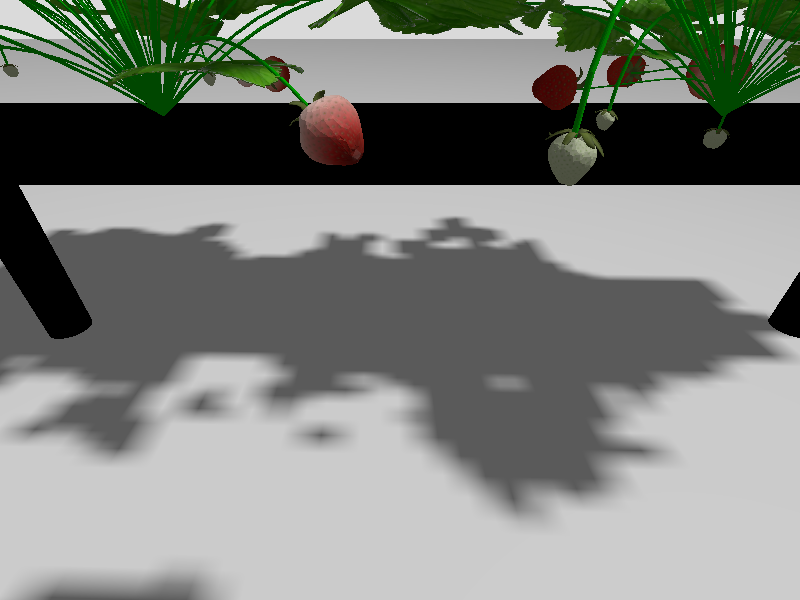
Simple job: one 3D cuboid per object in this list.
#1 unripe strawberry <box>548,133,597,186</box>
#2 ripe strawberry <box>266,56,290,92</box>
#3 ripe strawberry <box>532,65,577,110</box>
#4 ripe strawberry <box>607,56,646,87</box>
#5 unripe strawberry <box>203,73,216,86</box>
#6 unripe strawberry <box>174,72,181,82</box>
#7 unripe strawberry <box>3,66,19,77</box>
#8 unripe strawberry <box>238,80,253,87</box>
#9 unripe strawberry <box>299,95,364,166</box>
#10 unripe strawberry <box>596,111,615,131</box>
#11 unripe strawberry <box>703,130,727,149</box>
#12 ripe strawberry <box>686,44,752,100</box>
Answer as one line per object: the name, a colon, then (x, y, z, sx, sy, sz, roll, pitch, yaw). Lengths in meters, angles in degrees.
unripe strawberry: (0.074, -0.060, 0.173, 0.021, 0.022, 0.020, -28, 43, -34)
ripe strawberry: (-0.130, -0.239, 0.424, 0.029, 0.033, 0.032, 14, 36, 20)
ripe strawberry: (0.126, -0.175, 0.330, 0.034, 0.033, 0.037, 5, 35, 8)
ripe strawberry: (0.252, -0.258, 0.450, 0.038, 0.033, 0.038, -1, 34, -2)
unripe strawberry: (-0.209, -0.243, 0.441, 0.013, 0.013, 0.011, -4, 35, -6)
unripe strawberry: (-0.251, -0.251, 0.451, 0.011, 0.010, 0.010, -12, 36, -17)
unripe strawberry: (-0.373, -0.220, 0.385, 0.010, 0.010, 0.011, 16, 37, 22)
unripe strawberry: (-0.180, -0.263, 0.469, 0.025, 0.026, 0.027, 2, 17, 3)
unripe strawberry: (-0.032, -0.081, 0.198, 0.032, 0.034, 0.033, -32, -20, -38)
unripe strawberry: (0.110, -0.097, 0.215, 0.010, 0.010, 0.009, -24, 41, -31)
unripe strawberry: (0.180, -0.092, 0.229, 0.011, 0.010, 0.010, 22, 40, 29)
ripe strawberry: (0.296, -0.213, 0.375, 0.051, 0.045, 0.046, 14, 36, 20)
